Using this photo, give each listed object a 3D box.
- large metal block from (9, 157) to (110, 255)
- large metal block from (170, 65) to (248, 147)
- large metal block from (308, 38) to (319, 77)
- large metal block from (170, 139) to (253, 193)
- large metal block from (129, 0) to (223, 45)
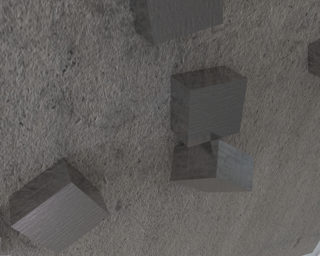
[{"bbox_3d":[-0.123,0.097,0.383,0.080,0.050,0.080,-37,129,-4],"label":"large metal block"},{"bbox_3d":[0.061,-0.030,0.405,0.081,0.050,0.079,-14,124,-21],"label":"large metal block"},{"bbox_3d":[0.282,-0.108,0.458,0.080,0.080,0.050,-30,129,-9],"label":"large metal block"},{"bbox_3d":[0.074,0.058,0.438,0.080,0.080,0.050,25,64,-37],"label":"large metal block"},{"bbox_3d":[0.014,-0.139,0.312,0.081,0.050,0.080,-22,127,-15],"label":"large metal block"}]
